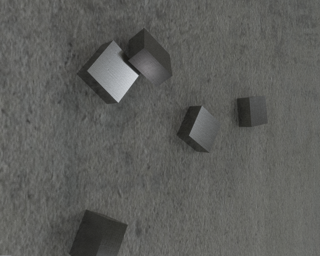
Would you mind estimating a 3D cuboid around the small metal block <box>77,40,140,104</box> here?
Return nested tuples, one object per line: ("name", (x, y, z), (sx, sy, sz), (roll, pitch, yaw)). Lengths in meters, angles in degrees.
("small metal block", (-0.058, -0.064, 0.358), (0.050, 0.025, 0.050), (47, 62, -30))

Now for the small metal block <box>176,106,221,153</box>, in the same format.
("small metal block", (0.058, 0.002, 0.456), (0.050, 0.025, 0.050), (39, 66, -34))

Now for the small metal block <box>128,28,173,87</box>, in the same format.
("small metal block", (-0.012, -0.087, 0.380), (0.050, 0.025, 0.050), (40, 30, -33))

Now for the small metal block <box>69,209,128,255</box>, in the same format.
("small metal block", (-0.067, 0.121, 0.334), (0.025, 0.050, 0.050), (30, 71, -37))

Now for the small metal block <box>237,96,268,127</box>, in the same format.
("small metal block", (0.163, -0.030, 0.544), (0.050, 0.025, 0.050), (-10, 97, -40))
